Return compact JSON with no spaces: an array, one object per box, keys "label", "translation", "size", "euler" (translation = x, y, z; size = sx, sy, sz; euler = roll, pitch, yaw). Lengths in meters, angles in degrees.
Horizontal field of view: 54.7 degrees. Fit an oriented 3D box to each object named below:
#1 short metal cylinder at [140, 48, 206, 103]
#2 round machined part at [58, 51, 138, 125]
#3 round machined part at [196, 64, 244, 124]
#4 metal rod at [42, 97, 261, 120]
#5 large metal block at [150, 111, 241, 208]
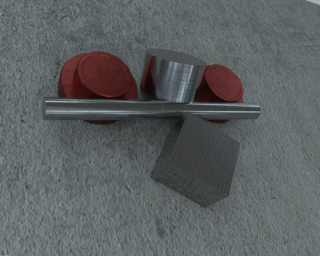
[{"label":"short metal cylinder","translation":[0.016,-0.072,0.418],"size":[0.081,0.050,0.080],"euler":[11,23,-4]},{"label":"round machined part","translation":[-0.074,-0.056,0.388],"size":[0.099,0.042,0.098],"euler":[14,56,-21]},{"label":"round machined part","translation":[0.088,-0.059,0.478],"size":[0.099,0.042,0.098],"euler":[14,56,-21]},{"label":"metal rod","translation":[0.011,-0.023,0.398],"size":[0.303,0.025,0.025],"euler":[-1,62,-29]},{"label":"large metal block","translation":[0.046,0.040,0.387],"size":[0.080,0.050,0.080],"euler":[31,52,-9]}]
